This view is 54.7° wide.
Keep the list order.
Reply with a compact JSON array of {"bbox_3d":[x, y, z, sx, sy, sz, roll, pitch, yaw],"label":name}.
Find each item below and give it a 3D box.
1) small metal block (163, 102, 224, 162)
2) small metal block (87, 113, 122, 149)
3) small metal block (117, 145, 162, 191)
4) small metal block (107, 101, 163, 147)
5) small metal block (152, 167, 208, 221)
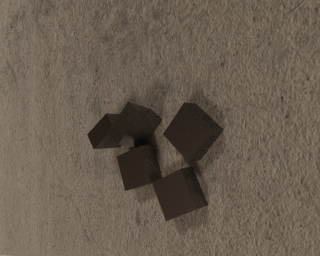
[{"bbox_3d":[0.039,0.005,0.371,0.050,0.025,0.050,47,118,29],"label":"small metal block"},{"bbox_3d":[-0.066,0.005,0.441,0.050,0.050,0.025,-43,65,31],"label":"small metal block"},{"bbox_3d":[-0.028,0.055,0.426,0.050,0.025,0.050,-25,75,37],"label":"small metal block"},{"bbox_3d":[-0.032,-0.003,0.408,0.025,0.050,0.050,43,105,31],"label":"small metal block"},{"bbox_3d":[0.024,0.082,0.384,0.050,0.025,0.050,-33,70,35],"label":"small metal block"}]
